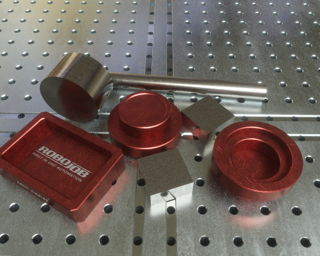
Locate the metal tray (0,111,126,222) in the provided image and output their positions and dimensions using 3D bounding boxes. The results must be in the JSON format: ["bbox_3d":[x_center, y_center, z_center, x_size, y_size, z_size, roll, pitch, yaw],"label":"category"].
[{"bbox_3d":[-0.119,0.040,0.369,0.130,0.030,0.090,24,54,19],"label":"metal tray"}]

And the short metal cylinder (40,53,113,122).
[{"bbox_3d":[-0.110,-0.053,0.415,0.080,0.080,0.050,14,51,11],"label":"short metal cylinder"}]

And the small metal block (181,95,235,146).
[{"bbox_3d":[0.063,-0.011,0.418,0.050,0.025,0.050,-31,57,-24],"label":"small metal block"}]

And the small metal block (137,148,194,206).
[{"bbox_3d":[0.005,0.056,0.361,0.050,0.025,0.050,-15,52,-12],"label":"small metal block"}]

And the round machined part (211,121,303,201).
[{"bbox_3d":[0.109,0.041,0.363,0.099,0.042,0.098,0,50,0],"label":"round machined part"}]

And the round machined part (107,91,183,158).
[{"bbox_3d":[-0.019,-0.011,0.405,0.099,0.042,0.098,0,47,0],"label":"round machined part"}]

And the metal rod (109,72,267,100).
[{"bbox_3d":[0.002,-0.066,0.462,0.302,0.025,0.025,5,50,4],"label":"metal rod"}]
